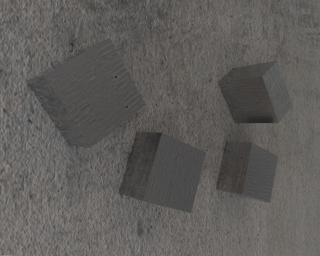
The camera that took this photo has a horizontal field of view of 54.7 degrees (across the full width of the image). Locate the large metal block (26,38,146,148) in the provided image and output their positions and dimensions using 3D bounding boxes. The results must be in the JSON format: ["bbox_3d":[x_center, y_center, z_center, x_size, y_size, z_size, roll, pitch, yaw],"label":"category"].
[{"bbox_3d":[-0.075,-0.036,0.325,0.080,0.050,0.080,-41,115,-32],"label":"large metal block"}]

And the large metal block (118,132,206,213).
[{"bbox_3d":[0.005,0.056,0.392,0.080,0.050,0.080,25,74,-37],"label":"large metal block"}]

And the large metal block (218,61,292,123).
[{"bbox_3d":[0.152,-0.055,0.496,0.050,0.080,0.080,-42,116,-32],"label":"large metal block"}]

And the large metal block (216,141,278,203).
[{"bbox_3d":[0.145,0.073,0.510,0.080,0.050,0.080,23,75,-38],"label":"large metal block"}]
